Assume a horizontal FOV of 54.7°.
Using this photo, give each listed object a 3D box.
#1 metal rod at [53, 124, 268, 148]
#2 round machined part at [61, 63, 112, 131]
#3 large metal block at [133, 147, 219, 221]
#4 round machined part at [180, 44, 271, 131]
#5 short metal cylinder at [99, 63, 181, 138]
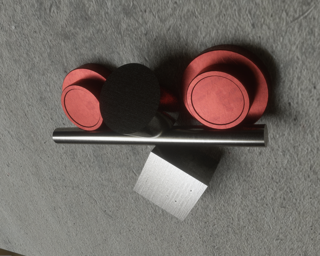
[{"bbox_3d":[-0.020,0.010,0.398,0.300,0.025,0.025,-1,118,28],"label":"metal rod"},{"bbox_3d":[-0.095,-0.035,0.425,0.098,0.042,0.097,13,124,21],"label":"round machined part"},{"bbox_3d":[0.020,0.066,0.419,0.080,0.050,0.079,31,128,8],"label":"large metal block"},{"bbox_3d":[0.068,-0.037,0.339,0.098,0.042,0.097,13,124,21],"label":"round machined part"},{"bbox_3d":[-0.023,-0.030,0.362,0.080,0.050,0.080,-4,81,28],"label":"short metal cylinder"}]
